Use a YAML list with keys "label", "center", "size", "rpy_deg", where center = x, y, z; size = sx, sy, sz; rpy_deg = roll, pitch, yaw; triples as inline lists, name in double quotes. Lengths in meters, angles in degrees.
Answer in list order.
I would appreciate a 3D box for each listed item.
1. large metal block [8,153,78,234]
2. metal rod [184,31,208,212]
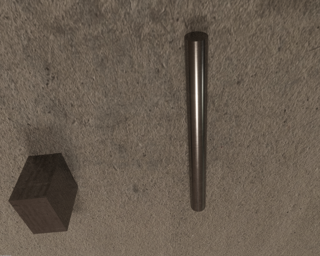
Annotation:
- label: "large metal block"
  center: [-0.163, 0.095, 0.449]
  size: [0.050, 0.080, 0.080]
  rpy_deg: [-6, 130, 5]
- label: "metal rod"
  center: [0.051, 0.017, 0.422]
  size: [0.025, 0.025, 0.298]
  rpy_deg: [-4, 130, 3]
